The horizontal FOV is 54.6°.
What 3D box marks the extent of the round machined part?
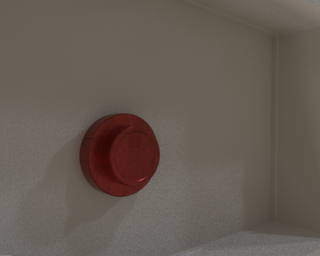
[{"bbox_3d":[-0.039,0.031,0.362,0.099,0.042,0.097,0,90,-40],"label":"round machined part"}]
